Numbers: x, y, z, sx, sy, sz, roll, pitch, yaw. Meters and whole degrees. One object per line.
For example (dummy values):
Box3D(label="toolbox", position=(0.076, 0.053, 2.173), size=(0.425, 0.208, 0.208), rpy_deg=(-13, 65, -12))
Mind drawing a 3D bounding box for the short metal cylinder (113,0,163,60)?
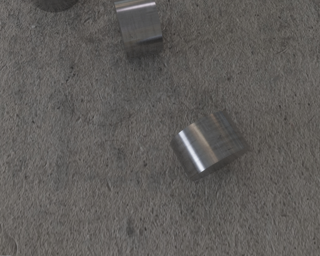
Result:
Box3D(label="short metal cylinder", position=(-0.030, -0.139, 0.429), size=(0.050, 0.080, 0.080), rpy_deg=(-14, 71, -5))

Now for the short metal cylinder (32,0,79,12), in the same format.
Box3D(label="short metal cylinder", position=(-0.167, -0.228, 0.477), size=(0.081, 0.050, 0.080), rpy_deg=(0, 70, 0))

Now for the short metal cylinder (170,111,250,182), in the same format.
Box3D(label="short metal cylinder", position=(0.059, 0.023, 0.371), size=(0.080, 0.080, 0.050), rpy_deg=(-26, 72, -9))
